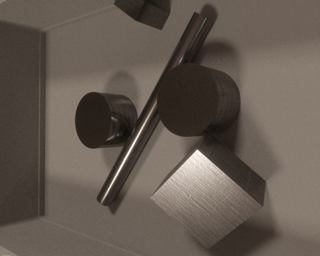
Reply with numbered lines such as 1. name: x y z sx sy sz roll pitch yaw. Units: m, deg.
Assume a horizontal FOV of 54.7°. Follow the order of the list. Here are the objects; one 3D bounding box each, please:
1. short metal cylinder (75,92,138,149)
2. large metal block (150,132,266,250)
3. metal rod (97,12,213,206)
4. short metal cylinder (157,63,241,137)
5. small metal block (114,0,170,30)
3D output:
1. short metal cylinder: -0.079 -0.011 0.453 0.080 0.050 0.079 0 90 39
2. large metal block: 0.051 0.065 0.328 0.080 0.050 0.080 42 118 3
3. metal rod: -0.017 -0.010 0.418 0.025 0.025 0.298 43 116 31
4. short metal cylinder: 0.043 -0.030 0.353 0.080 0.050 0.079 0 90 39
5. small metal block: -0.023 -0.157 0.408 0.050 0.050 0.025 45 117 30
